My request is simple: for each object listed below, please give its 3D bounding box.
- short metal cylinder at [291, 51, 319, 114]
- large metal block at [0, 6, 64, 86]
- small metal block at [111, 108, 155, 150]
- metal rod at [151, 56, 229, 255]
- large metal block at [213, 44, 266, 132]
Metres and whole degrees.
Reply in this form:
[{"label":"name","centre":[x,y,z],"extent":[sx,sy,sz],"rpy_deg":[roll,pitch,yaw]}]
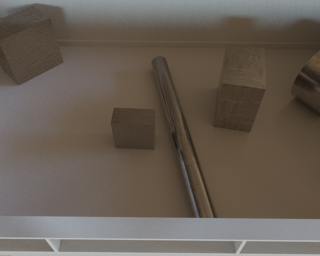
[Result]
[{"label":"short metal cylinder","centre":[0.229,-0.064,0.426],"extent":[0.081,0.080,0.050],"rpy_deg":[-30,57,-23]},{"label":"large metal block","centre":[-0.205,-0.125,0.472],"extent":[0.050,0.080,0.080],"rpy_deg":[37,59,27]},{"label":"small metal block","centre":[-0.032,0.002,0.387],"extent":[0.050,0.050,0.025],"rpy_deg":[2,50,1]},{"label":"metal rod","centre":[0.027,0.009,0.397],"extent":[0.025,0.025,0.300],"rpy_deg":[-8,51,-7]},{"label":"large metal block","centre":[0.105,-0.053,0.415],"extent":[0.050,0.080,0.080],"rpy_deg":[9,51,7]}]
